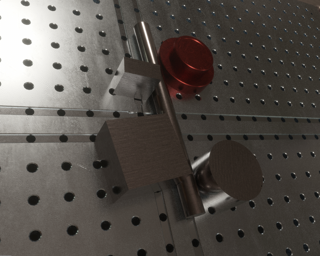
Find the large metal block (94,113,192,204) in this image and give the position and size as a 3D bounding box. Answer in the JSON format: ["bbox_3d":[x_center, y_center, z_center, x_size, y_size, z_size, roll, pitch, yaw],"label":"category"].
[{"bbox_3d":[-0.022,0.033,0.362,0.081,0.050,0.080,-8,66,-32],"label":"large metal block"}]

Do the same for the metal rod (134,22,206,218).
[{"bbox_3d":[0.007,-0.027,0.429,0.025,0.025,0.299,-1,62,-29],"label":"metal rod"}]

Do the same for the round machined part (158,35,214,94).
[{"bbox_3d":[0.044,-0.106,0.488,0.099,0.042,0.098,14,56,-21],"label":"round machined part"}]

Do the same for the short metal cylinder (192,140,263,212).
[{"bbox_3d":[0.084,0.062,0.402,0.081,0.050,0.080,14,56,-21],"label":"short metal cylinder"}]

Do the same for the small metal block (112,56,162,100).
[{"bbox_3d":[-0.032,-0.065,0.416,0.050,0.050,0.025,8,59,-24],"label":"small metal block"}]
